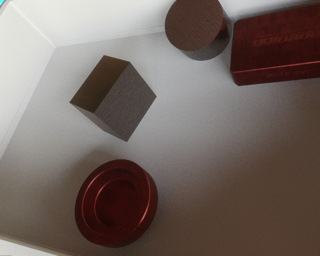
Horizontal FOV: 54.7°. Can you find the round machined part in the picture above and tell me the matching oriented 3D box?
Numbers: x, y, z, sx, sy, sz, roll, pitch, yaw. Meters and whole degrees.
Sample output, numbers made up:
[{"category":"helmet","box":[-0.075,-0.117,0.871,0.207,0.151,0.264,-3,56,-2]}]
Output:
[{"category":"round machined part","box":[-0.046,0.090,0.363,0.098,0.042,0.098,-13,56,20]}]

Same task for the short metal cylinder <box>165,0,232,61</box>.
[{"category":"short metal cylinder","box":[0.054,-0.138,0.427,0.080,0.050,0.080,-2,85,25]}]

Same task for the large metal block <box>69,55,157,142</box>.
[{"category":"large metal block","box":[-0.061,-0.039,0.425,0.050,0.080,0.080,22,74,36]}]

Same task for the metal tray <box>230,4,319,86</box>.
[{"category":"metal tray","box":[0.157,-0.103,0.383,0.130,0.030,0.090,-3,60,26]}]
